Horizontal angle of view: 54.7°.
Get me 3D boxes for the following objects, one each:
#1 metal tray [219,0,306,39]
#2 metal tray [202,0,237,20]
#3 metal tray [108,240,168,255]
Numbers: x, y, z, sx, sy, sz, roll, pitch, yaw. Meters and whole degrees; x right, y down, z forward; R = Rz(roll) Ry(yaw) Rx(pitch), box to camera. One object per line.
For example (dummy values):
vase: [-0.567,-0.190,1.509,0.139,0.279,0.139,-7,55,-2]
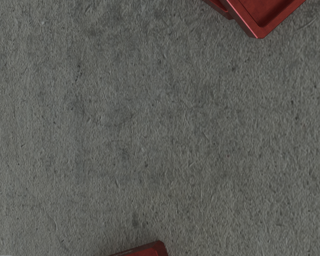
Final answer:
metal tray: [0.127,-0.173,0.334,0.130,0.030,0.090,-42,107,10]
metal tray: [0.094,-0.211,0.373,0.090,0.030,0.130,43,103,15]
metal tray: [-0.042,0.217,0.421,0.130,0.030,0.090,-24,82,18]
